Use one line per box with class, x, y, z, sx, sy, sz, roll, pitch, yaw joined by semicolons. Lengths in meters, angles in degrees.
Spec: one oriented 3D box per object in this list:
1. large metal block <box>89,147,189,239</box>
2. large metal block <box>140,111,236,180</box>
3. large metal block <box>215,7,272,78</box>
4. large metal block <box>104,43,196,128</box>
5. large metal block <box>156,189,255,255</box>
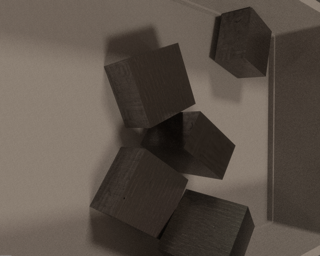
large metal block;-0.023;0.078;0.373;0.080;0.050;0.080;40;66;-33
large metal block;0.037;0.022;0.404;0.080;0.080;0.050;40;66;-33
large metal block;0.136;-0.133;0.499;0.080;0.050;0.080;19;78;-48
large metal block;-0.010;-0.052;0.383;0.081;0.050;0.080;-29;109;-36
large metal block;0.056;0.128;0.365;0.080;0.080;0.050;-58;139;-30
